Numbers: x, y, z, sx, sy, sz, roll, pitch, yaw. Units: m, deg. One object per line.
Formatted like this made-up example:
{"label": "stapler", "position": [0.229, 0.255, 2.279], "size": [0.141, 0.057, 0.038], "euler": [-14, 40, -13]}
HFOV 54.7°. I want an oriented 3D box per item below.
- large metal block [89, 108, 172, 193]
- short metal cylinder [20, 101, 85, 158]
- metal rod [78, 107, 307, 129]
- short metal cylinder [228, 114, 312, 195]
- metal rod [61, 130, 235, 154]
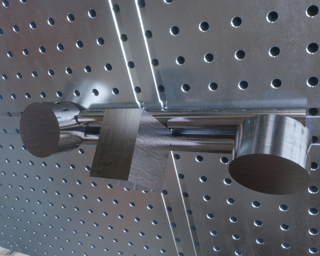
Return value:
{"label": "large metal block", "position": [-0.030, 0.029, 0.371], "size": [0.050, 0.080, 0.080], "euler": [1, 161, 28]}
{"label": "short metal cylinder", "position": [-0.160, 0.001, 0.461], "size": [0.080, 0.050, 0.079], "euler": [3, 97, 27]}
{"label": "metal rod", "position": [0.019, -0.012, 0.393], "size": [0.300, 0.025, 0.025], "euler": [1, 119, 27]}
{"label": "short metal cylinder", "position": [0.119, 0.030, 0.334], "size": [0.080, 0.050, 0.080], "euler": [15, 146, 10]}
{"label": "metal rod", "position": [-0.039, 0.017, 0.441], "size": [0.300, 0.025, 0.025], "euler": [1, 119, 27]}
